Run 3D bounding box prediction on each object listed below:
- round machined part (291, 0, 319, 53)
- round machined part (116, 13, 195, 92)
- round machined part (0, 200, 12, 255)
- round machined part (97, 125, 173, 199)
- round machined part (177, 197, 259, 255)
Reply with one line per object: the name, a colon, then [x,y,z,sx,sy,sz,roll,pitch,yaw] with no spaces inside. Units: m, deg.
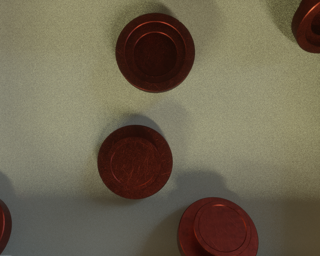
round machined part: [0.214,-0.144,0.385,0.099,0.098,0.042,-7,57,0]
round machined part: [-0.006,-0.094,0.403,0.099,0.042,0.097,0,90,0]
round machined part: [-0.236,0.131,0.389,0.099,0.042,0.098,0,66,1]
round machined part: [-0.033,0.045,0.403,0.099,0.042,0.097,0,90,0]
round machined part: [0.072,0.129,0.378,0.099,0.042,0.098,3,51,-3]
